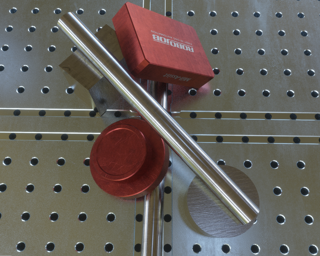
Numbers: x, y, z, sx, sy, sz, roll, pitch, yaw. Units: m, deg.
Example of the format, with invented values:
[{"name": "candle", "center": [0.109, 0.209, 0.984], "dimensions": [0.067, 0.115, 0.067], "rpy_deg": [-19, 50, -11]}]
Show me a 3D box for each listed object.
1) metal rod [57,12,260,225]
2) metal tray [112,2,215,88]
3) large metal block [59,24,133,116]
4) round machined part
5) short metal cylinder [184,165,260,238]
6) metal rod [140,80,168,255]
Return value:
[{"name": "metal rod", "center": [-0.007, -0.016, 0.342], "dimensions": [0.025, 0.025, 0.300], "rpy_deg": [-42, 83, -14]}, {"name": "metal tray", "center": [0.008, -0.104, 0.405], "dimensions": [0.131, 0.030, 0.090], "rpy_deg": [1, 62, -45]}, {"name": "large metal block", "center": [-0.075, -0.073, 0.409], "dimensions": [0.050, 0.080, 0.080], "rpy_deg": [40, 75, 13]}, {"name": "round machined part", "center": [-0.041, 0.033, 0.373], "dimensions": [0.098, 0.042, 0.098], "rpy_deg": [-6, 69, 16]}, {"name": "short metal cylinder", "center": [0.070, 0.088, 0.367], "dimensions": [0.081, 0.050, 0.080], "rpy_deg": [0, 70, 0]}, {"name": "metal rod", "center": [-0.004, 0.015, 0.406], "dimensions": [0.025, 0.025, 0.299], "rpy_deg": [2, 70, 0]}]
